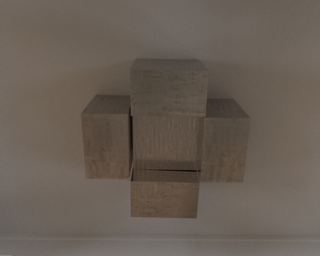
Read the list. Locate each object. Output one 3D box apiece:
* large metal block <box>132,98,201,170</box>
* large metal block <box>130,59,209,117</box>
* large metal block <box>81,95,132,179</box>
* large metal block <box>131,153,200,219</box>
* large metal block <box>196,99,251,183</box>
[{"bbox_3d":[0.008,0.006,0.398,0.081,0.050,0.079,1,110,-1],"label":"large metal block"},{"bbox_3d":[0.009,-0.050,0.362,0.081,0.080,0.050,1,110,-1],"label":"large metal block"},{"bbox_3d":[-0.060,0.008,0.383,0.050,0.080,0.079,1,110,0],"label":"large metal block"},{"bbox_3d":[0.005,0.072,0.407,0.081,0.080,0.050,2,110,-1],"label":"large metal block"},{"bbox_3d":[0.073,0.013,0.386,0.050,0.080,0.079,1,110,0],"label":"large metal block"}]
